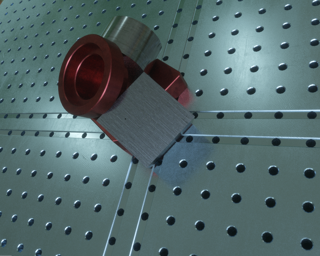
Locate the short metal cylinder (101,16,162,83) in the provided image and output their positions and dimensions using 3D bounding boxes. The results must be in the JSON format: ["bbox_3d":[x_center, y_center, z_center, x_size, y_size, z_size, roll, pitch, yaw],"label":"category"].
[{"bbox_3d":[-0.044,-0.104,0.419,0.080,0.080,0.050,14,69,33],"label":"short metal cylinder"}]

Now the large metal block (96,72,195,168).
[{"bbox_3d":[-0.016,-0.007,0.380,0.080,0.050,0.080,42,85,8],"label":"large metal block"}]

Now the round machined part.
[{"bbox_3d":[-0.077,-0.060,0.377,0.098,0.042,0.097,-8,77,38],"label":"round machined part"}]

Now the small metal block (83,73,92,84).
[{"bbox_3d":[-0.098,-0.050,0.432,0.025,0.050,0.050,21,73,35],"label":"small metal block"}]

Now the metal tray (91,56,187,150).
[{"bbox_3d":[-0.036,-0.042,0.449,0.130,0.030,0.090,-47,52,-5],"label":"metal tray"}]
